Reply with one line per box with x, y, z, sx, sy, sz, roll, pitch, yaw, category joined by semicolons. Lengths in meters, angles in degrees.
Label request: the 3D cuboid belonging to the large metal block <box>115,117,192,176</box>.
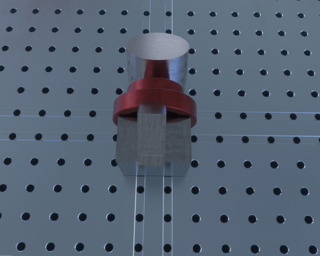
-0.007;0.025;0.372;0.081;0.080;0.050;1;70;0;large metal block

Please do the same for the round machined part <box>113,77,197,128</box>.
-0.006;-0.026;0.371;0.099;0.098;0.042;1;70;0;round machined part

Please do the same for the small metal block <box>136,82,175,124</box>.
-0.006;-0.034;0.423;0.050;0.025;0.050;1;70;0;small metal block

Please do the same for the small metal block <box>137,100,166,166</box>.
-0.008;0.003;0.301;0.025;0.050;0.050;1;108;0;small metal block

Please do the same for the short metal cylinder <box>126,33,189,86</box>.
-0.003;-0.087;0.412;0.081;0.050;0.080;1;40;-1;short metal cylinder
